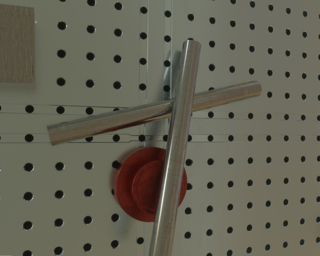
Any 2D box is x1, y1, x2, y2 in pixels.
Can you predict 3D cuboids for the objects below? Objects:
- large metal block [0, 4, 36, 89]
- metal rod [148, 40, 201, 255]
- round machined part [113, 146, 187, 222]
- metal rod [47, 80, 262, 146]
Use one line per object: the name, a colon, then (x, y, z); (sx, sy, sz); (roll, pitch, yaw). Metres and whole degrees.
large metal block: (-0.178, -0.086, 0.334); (0.081, 0.050, 0.079); (-1, 90, -21)
metal rod: (0.019, 0.029, 0.379); (0.025, 0.025, 0.299); (16, 73, -20)
round machined part: (-0.009, 0.074, 0.402); (0.099, 0.042, 0.097); (0, 90, -21)
metal rod: (0.008, -0.025, 0.416); (0.302, 0.025, 0.025); (-14, 95, -20)
